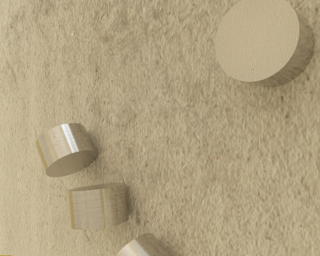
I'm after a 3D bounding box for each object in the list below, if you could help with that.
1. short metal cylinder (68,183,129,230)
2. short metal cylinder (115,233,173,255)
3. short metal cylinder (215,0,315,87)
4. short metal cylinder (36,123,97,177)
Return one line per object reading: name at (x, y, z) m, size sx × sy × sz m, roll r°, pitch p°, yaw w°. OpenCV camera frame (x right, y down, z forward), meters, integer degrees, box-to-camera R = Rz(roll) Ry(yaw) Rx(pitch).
short metal cylinder at (-0.087, 0.108, 0.438) m, size 0.080 × 0.081 × 0.050 m, roll -10°, pitch 84°, yaw 39°
short metal cylinder at (-0.021, 0.179, 0.385) m, size 0.050 × 0.081 × 0.079 m, roll 39°, pitch 114°, yaw 33°
short metal cylinder at (0.102, -0.082, 0.304) m, size 0.080 × 0.050 × 0.079 m, roll 0°, pitch 90°, yaw 39°
short metal cylinder at (-0.146, 0.036, 0.487) m, size 0.080 × 0.081 × 0.050 m, roll -42°, pitch 65°, yaw 31°
